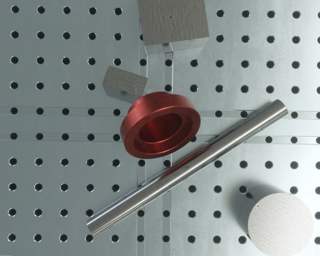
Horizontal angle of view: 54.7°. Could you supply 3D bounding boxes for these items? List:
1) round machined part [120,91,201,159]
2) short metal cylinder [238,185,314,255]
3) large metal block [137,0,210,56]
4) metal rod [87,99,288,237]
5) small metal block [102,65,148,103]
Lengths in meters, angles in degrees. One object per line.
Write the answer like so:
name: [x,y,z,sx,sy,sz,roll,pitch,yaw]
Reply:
round machined part: [-0.003,-0.007,0.387,0.098,0.098,0.042,-25,55,0]
short metal cylinder: [0.147,0.119,0.403,0.081,0.050,0.079,0,90,-1]
large metal block: [0.015,-0.145,0.401,0.081,0.050,0.080,-8,90,-1]
metal rod: [0.037,0.053,0.413,0.301,0.025,0.025,-33,90,-1]
small metal block: [-0.043,-0.053,0.398,0.050,0.050,0.025,18,80,-1]
